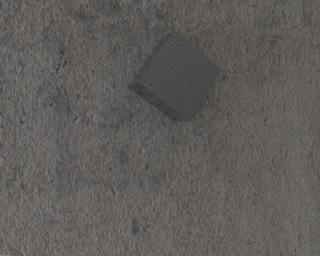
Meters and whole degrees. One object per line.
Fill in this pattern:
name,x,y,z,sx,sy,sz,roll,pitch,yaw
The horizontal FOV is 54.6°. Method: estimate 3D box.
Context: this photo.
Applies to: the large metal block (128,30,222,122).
large metal block,0.019,-0.064,0.402,0.080,0.050,0.080,36,78,-17
